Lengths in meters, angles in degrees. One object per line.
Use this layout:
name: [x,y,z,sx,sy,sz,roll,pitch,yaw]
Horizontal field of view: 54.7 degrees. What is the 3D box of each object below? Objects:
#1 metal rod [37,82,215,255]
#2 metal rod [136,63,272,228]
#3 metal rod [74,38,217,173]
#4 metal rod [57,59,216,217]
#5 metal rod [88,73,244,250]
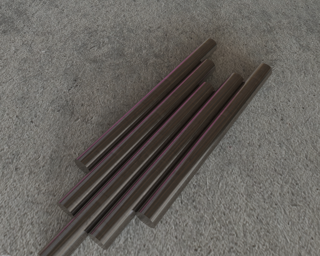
metal rod: [-0.019,0.036,0.374,0.025,0.025,0.301,29,56,22]
metal rod: [0.073,0.003,0.402,0.025,0.025,0.301,29,56,22]
metal rod: [-0.003,-0.047,0.444,0.025,0.025,0.301,29,56,22]
metal rod: [-0.012,-0.005,0.409,0.025,0.025,0.301,29,56,22]
metal rod: [0.026,0.021,0.387,0.025,0.025,0.301,29,56,22]
